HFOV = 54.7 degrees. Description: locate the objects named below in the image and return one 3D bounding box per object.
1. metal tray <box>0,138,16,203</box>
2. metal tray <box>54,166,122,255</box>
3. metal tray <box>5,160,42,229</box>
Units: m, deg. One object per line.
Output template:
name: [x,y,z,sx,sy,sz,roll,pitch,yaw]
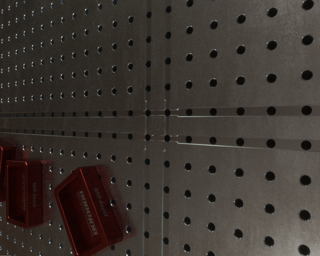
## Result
metal tray: [-0.371,0.094,0.707,0.090,0.030,0.129,17,101,38]
metal tray: [-0.120,0.138,0.502,0.090,0.030,0.130,-39,66,32]
metal tray: [-0.279,0.131,0.631,0.090,0.030,0.129,-2,89,39]
